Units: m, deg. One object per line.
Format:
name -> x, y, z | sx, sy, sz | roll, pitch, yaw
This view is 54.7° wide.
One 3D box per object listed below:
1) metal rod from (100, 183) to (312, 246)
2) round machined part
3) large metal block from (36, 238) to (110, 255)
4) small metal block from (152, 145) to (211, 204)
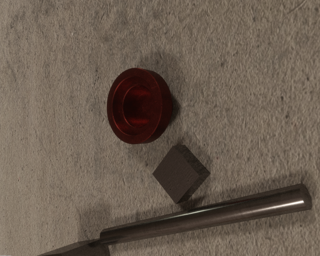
metal rod -> 0.028, 0.115, 0.380 | 0.299, 0.025, 0.025 | -25, 75, 37
round machined part -> -0.022, -0.028, 0.410 | 0.098, 0.042, 0.097 | 0, 90, 39
large metal block -> -0.133, 0.208, 0.476 | 0.080, 0.081, 0.050 | -23, 76, 37
small metal block -> 0.025, 0.056, 0.382 | 0.050, 0.025, 0.050 | 49, 118, 28
